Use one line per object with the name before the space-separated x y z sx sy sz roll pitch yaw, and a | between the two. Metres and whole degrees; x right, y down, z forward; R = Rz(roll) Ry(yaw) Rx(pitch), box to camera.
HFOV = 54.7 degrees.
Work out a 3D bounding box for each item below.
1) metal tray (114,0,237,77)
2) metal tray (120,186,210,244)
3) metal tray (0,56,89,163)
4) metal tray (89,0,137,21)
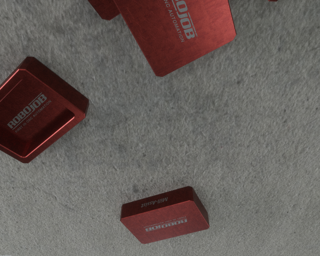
metal tray | 0.010 -0.116 0.276 0.090 0.030 0.130 -27 139 6
metal tray | 0.009 0.153 0.535 0.130 0.030 0.090 -19 128 15
metal tray | -0.165 -0.016 0.387 0.130 0.030 0.090 -34 123 25
metal tray | -0.050 -0.170 0.259 0.090 0.030 0.130 -26 126 20
